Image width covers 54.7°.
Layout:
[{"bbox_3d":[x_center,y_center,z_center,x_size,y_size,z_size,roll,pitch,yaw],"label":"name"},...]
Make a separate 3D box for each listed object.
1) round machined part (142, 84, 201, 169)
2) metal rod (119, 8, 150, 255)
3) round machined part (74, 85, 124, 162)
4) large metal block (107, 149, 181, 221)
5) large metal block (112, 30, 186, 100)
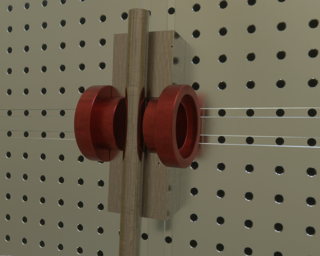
[{"bbox_3d":[0.013,-0.002,0.369,0.042,0.098,0.097,2,91,25],"label":"round machined part"},{"bbox_3d":[-0.031,0.011,0.370,0.025,0.025,0.298,3,91,20],"label":"metal rod"},{"bbox_3d":[-0.062,-0.006,0.395,0.042,0.098,0.097,2,91,20],"label":"round machined part"},{"bbox_3d":[-0.019,0.069,0.405,0.080,0.050,0.079,3,91,20],"label":"large metal block"},{"bbox_3d":[-0.014,-0.078,0.404,0.080,0.050,0.079,2,91,20],"label":"large metal block"}]
